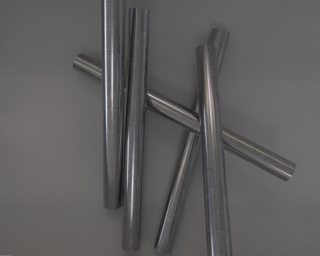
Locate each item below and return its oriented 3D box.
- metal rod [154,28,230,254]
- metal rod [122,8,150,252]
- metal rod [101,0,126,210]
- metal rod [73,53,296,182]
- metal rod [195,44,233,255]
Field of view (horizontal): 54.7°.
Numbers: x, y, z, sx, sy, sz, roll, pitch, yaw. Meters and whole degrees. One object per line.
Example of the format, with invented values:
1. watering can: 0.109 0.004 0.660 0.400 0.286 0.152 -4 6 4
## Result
1. metal rod: 0.042 0.017 0.411 0.025 0.025 0.298 15 90 0
2. metal rod: -0.031 0.011 0.382 0.025 0.025 0.298 3 102 0
3. metal rod: -0.054 -0.037 0.358 0.025 0.025 0.298 4 112 0
4. metal rod: 0.023 -0.017 0.389 0.301 0.025 0.025 28 90 8
5. metal rod: 0.059 0.042 0.341 0.025 0.025 0.299 -1 71 0
